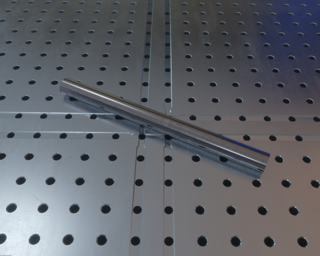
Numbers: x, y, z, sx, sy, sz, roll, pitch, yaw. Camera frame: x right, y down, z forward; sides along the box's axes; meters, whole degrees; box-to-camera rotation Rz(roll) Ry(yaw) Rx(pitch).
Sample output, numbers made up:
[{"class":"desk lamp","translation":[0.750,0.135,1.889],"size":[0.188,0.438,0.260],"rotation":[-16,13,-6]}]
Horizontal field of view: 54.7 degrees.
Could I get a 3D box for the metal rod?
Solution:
[{"class":"metal rod","translation":[-0.006,-0.010,0.416],"size":[0.301,0.025,0.025],"rotation":[21,53,16]}]
